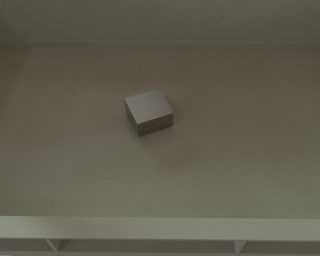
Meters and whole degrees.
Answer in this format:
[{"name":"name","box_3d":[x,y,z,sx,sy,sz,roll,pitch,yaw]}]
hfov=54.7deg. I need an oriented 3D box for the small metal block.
[{"name":"small metal block","box_3d":[-0.015,-0.022,0.419,0.050,0.025,0.050,-18,53,-15]}]
